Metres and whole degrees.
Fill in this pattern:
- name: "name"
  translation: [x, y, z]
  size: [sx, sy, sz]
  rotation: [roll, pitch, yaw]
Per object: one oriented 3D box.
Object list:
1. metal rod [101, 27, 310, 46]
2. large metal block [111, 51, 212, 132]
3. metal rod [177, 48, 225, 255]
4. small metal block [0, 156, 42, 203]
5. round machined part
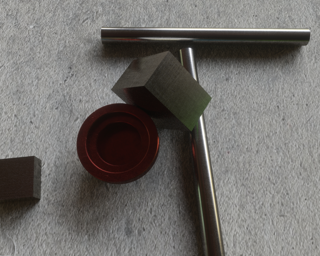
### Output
- name: "metal rod"
  translation: [0.066, -0.136, 0.458]
  size: [0.302, 0.025, 0.025]
  rotation: [0, 70, -1]
- name: "large metal block"
  translation: [0.001, -0.042, 0.377]
  size: [0.080, 0.080, 0.050]
  rotation: [42, 70, -28]
- name: "metal rod"
  translation: [0.051, 0.031, 0.397]
  size: [0.025, 0.025, 0.299]
  rotation: [-5, 70, -2]
- name: "small metal block"
  translation: [-0.177, 0.064, 0.383]
  size: [0.050, 0.025, 0.050]
  rotation: [-6, 70, -3]
- name: "round machined part"
  translation: [-0.050, 0.022, 0.388]
  size: [0.099, 0.042, 0.098]
  rotation: [-1, 73, 2]
